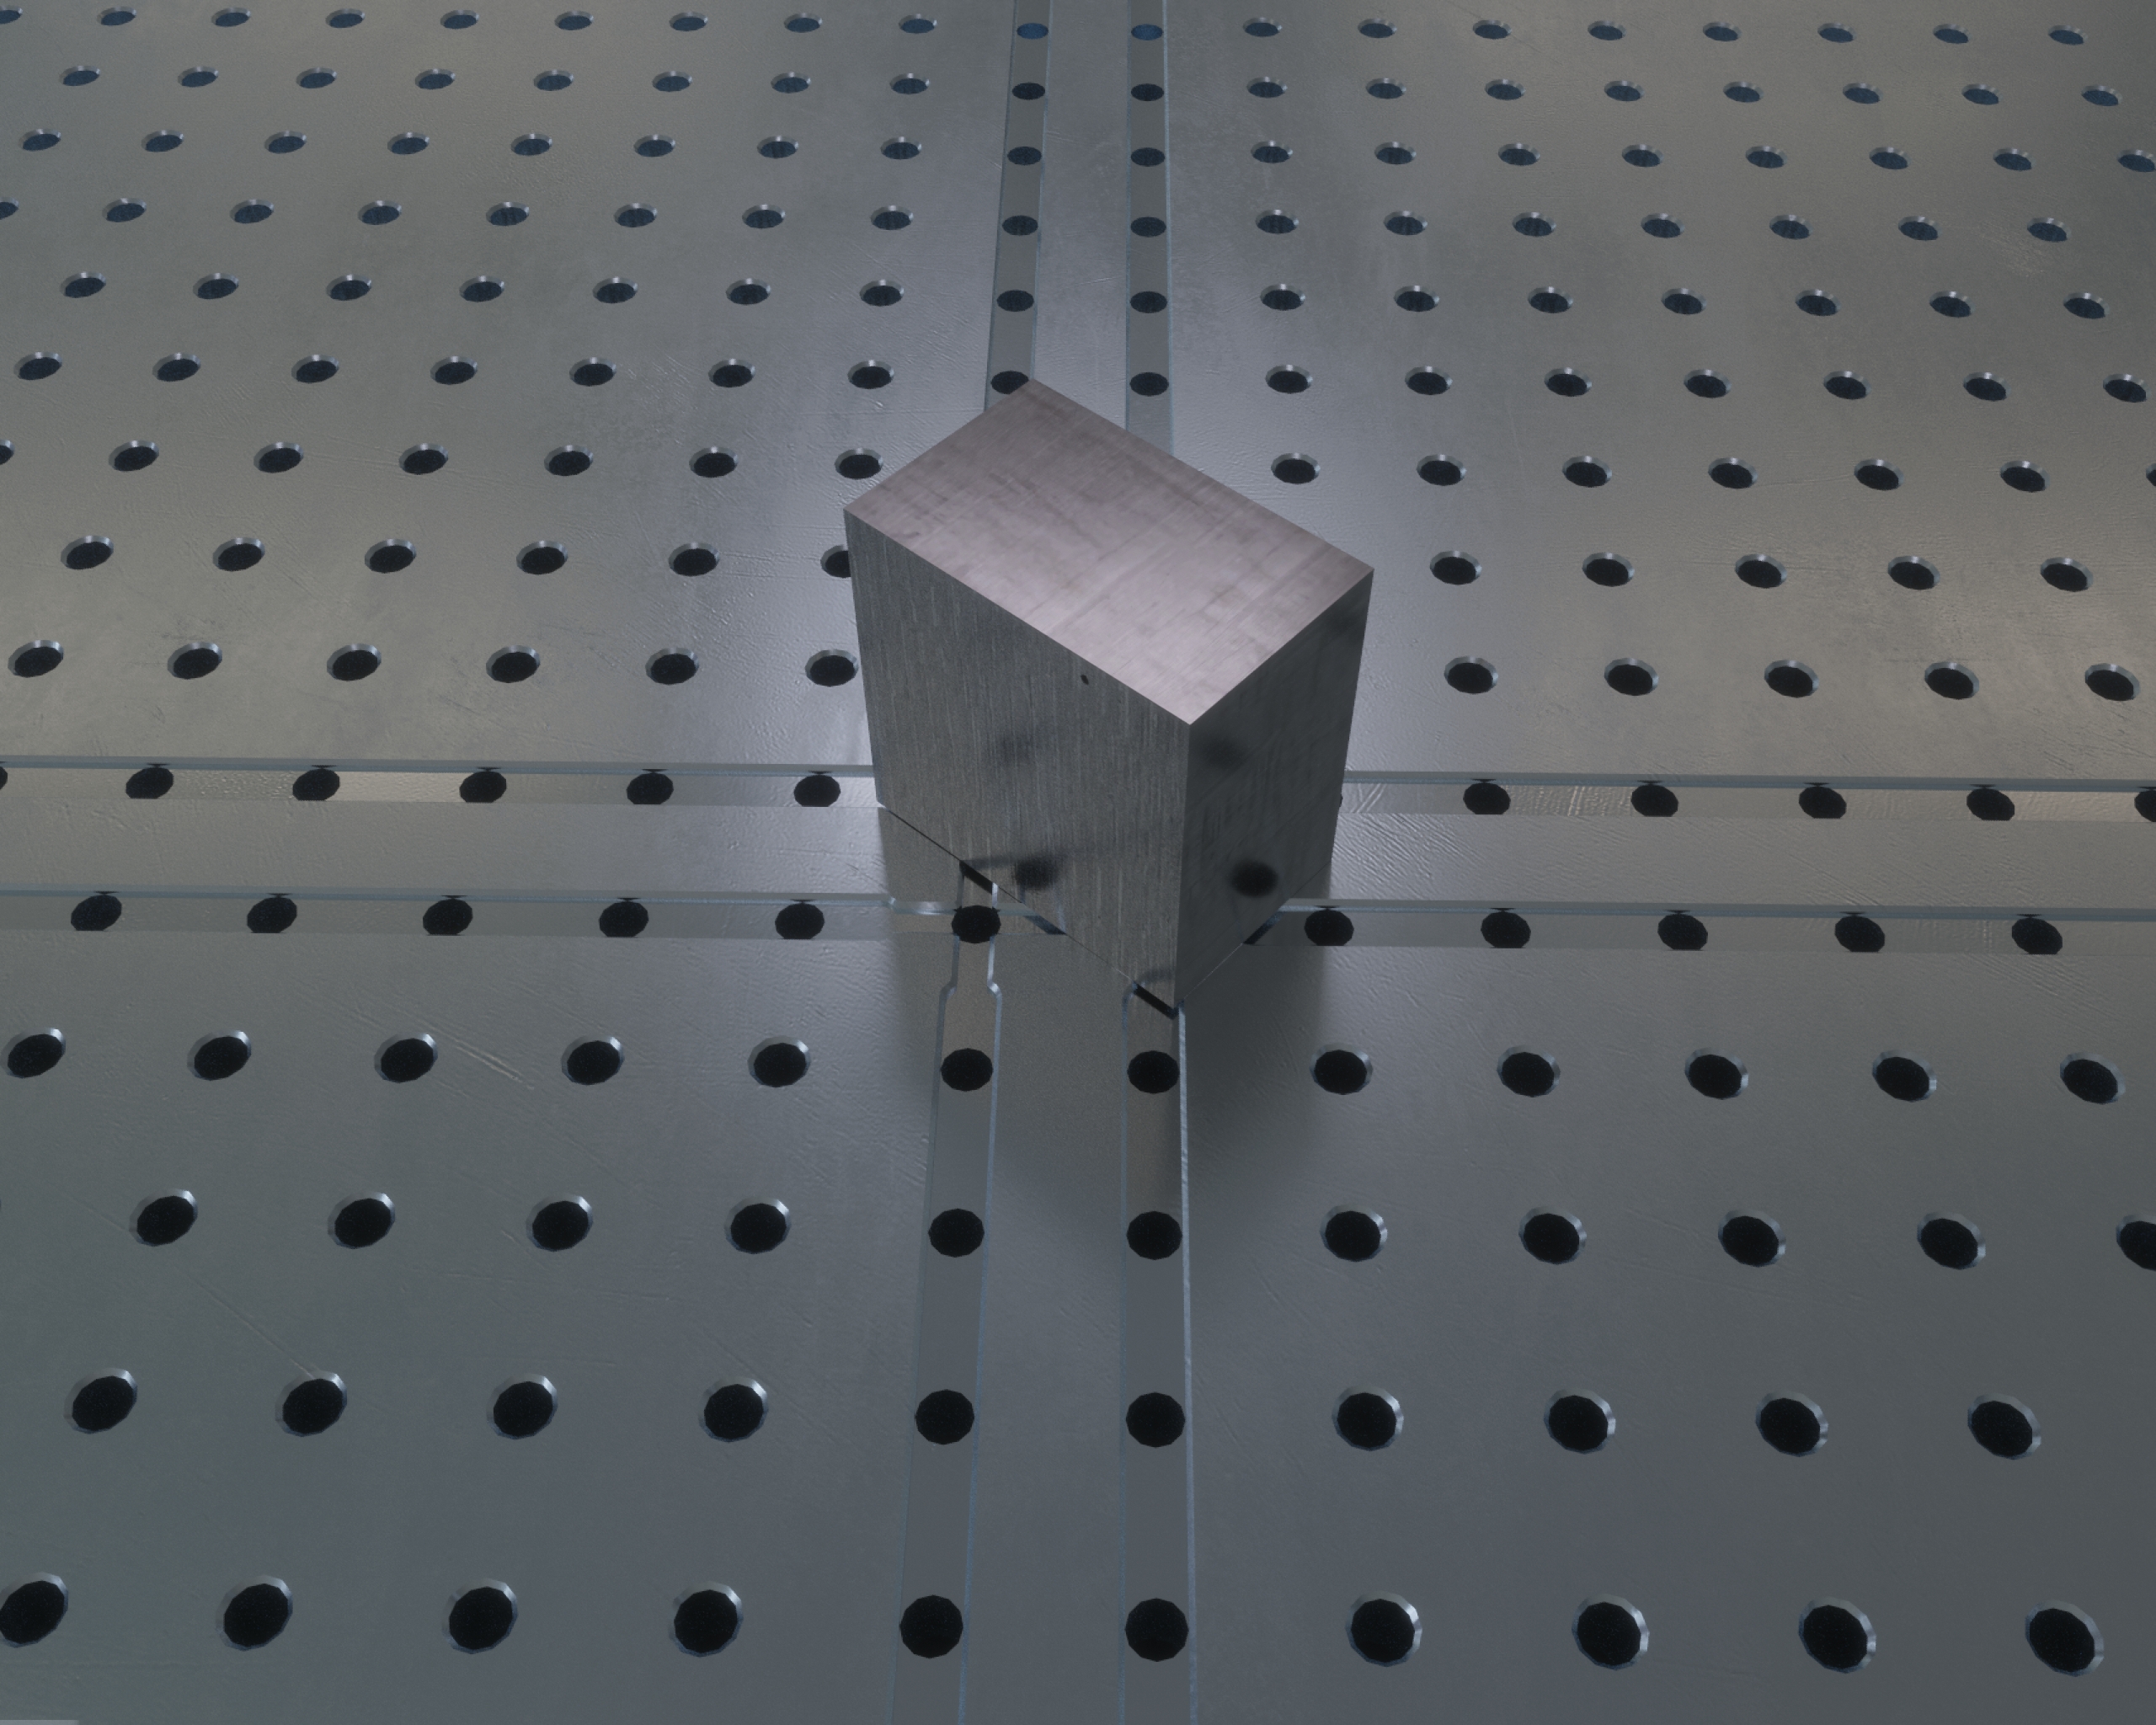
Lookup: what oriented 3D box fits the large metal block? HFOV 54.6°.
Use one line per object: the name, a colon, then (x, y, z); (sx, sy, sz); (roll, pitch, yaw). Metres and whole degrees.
large metal block: (0.005, -0.032, 0.399); (0.080, 0.080, 0.050); (34, 58, 25)
